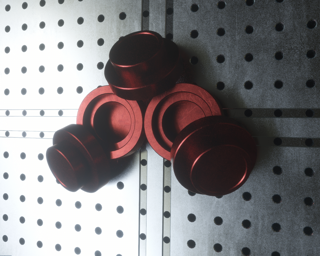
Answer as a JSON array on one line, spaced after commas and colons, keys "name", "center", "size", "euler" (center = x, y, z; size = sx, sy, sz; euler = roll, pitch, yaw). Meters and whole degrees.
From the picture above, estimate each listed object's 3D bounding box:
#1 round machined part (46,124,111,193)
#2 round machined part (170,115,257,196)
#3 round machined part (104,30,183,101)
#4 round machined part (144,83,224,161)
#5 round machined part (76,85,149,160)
[{"name": "round machined part", "center": [-0.116, 0.047, 0.418], "size": [0.098, 0.042, 0.097], "euler": [24, 130, 32]}, {"name": "round machined part", "center": [0.064, 0.038, 0.352], "size": [0.099, 0.042, 0.097], "euler": [-4, 117, -7]}, {"name": "round machined part", "center": [-0.024, -0.084, 0.384], "size": [0.098, 0.042, 0.098], "euler": [-9, 49, 12]}, {"name": "round machined part", "center": [0.033, -0.006, 0.391], "size": [0.098, 0.042, 0.097], "euler": [0, 90, 19]}, {"name": "round machined part", "center": [-0.060, -0.007, 0.423], "size": [0.098, 0.042, 0.097], "euler": [0, 90, 19]}]
